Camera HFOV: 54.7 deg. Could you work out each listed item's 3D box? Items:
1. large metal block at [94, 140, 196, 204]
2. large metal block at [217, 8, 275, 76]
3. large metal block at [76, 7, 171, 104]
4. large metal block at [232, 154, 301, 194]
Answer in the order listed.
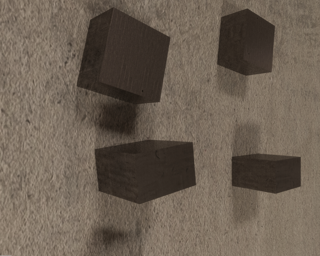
[{"bbox_3d":[-0.017,0.045,0.356,0.081,0.080,0.050,-9,96,-40],"label":"large metal block"},{"bbox_3d":[0.143,-0.137,0.511,0.081,0.050,0.080,9,84,-40],"label":"large metal block"},{"bbox_3d":[-0.040,-0.077,0.356,0.081,0.050,0.080,16,80,-39],"label":"large metal block"},{"bbox_3d":[0.179,0.073,0.523,0.081,0.080,0.050,-1,91,-40],"label":"large metal block"}]
